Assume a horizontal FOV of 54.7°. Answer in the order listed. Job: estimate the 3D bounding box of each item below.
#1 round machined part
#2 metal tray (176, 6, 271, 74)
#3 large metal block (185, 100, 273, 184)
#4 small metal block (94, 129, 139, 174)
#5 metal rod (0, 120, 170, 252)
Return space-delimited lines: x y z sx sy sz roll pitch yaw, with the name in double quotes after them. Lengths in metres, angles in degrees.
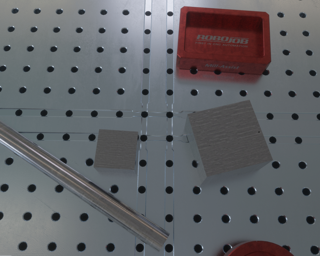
0.108 0.175 0.340 0.099 0.042 0.098 0 70 0 "round machined part"
0.092 -0.130 0.457 0.131 0.030 0.090 5 70 1 "metal tray"
0.083 0.018 0.392 0.081 0.050 0.080 -13 71 -5 "large metal block"
-0.055 0.031 0.400 0.050 0.025 0.050 4 70 1 "small metal block"
-0.122 0.058 0.389 0.301 0.025 0.025 31 73 10 "metal rod"
